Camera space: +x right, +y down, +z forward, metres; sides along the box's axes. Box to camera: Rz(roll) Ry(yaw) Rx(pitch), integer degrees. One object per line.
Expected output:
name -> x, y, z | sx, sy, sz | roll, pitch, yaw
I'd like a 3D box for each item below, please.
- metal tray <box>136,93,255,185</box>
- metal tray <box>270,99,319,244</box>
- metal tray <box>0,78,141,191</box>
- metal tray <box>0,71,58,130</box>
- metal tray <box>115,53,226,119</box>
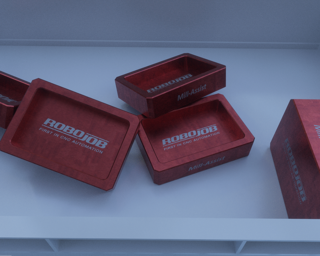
metal tray -> 0.040, 0.010, 0.393 | 0.131, 0.030, 0.090 | -16, 52, -14
metal tray -> 0.156, 0.044, 0.328 | 0.030, 0.089, 0.130 | 1, 50, 0
metal tray -> -0.098, 0.008, 0.353 | 0.131, 0.030, 0.090 | 21, 76, 0
metal tray -> -0.211, -0.043, 0.406 | 0.130, 0.030, 0.090 | 21, 21, 16
metal tray -> 0.016, -0.064, 0.431 | 0.131, 0.030, 0.090 | -25, 37, -26
